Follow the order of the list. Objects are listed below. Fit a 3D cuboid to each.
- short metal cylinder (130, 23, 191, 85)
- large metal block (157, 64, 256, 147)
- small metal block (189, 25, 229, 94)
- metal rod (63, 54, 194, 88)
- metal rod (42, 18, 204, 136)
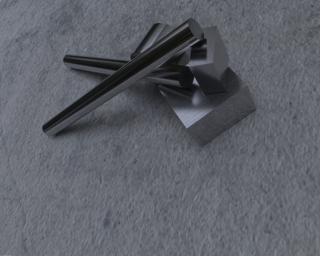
[{"bbox_3d":[0.007,-0.096,0.426,0.080,0.080,0.050,23,74,36],"label":"short metal cylinder"},{"bbox_3d":[0.056,-0.038,0.380,0.080,0.050,0.080,-36,51,5],"label":"large metal block"},{"bbox_3d":[0.055,-0.073,0.336,0.025,0.050,0.050,-4,60,26],"label":"small metal block"},{"bbox_3d":[-0.068,-0.090,0.458,0.300,0.025,0.025,19,71,47],"label":"metal rod"},{"bbox_3d":[-0.070,-0.049,0.402,0.299,0.025,0.025,-25,50,38],"label":"metal rod"}]
